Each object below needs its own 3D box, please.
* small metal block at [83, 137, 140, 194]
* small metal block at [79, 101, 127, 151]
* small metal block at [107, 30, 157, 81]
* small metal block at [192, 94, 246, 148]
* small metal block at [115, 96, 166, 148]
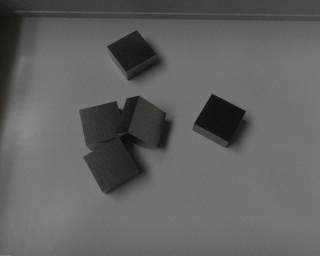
[{"bbox_3d":[-0.061,0.048,0.392,0.050,0.025,0.050,-30,73,-10],"label":"small metal block"},{"bbox_3d":[-0.075,-0.003,0.410,0.050,0.025,0.050,-14,70,-5],"label":"small metal block"},{"bbox_3d":[-0.040,-0.105,0.448,0.050,0.025,0.050,-33,73,-11],"label":"small metal block"},{"bbox_3d":[0.078,-0.010,0.414,0.050,0.025,0.050,29,73,10],"label":"small metal block"},{"bbox_3d":[-0.023,-0.006,0.397,0.025,0.050,0.050,-5,62,46],"label":"small metal block"}]
